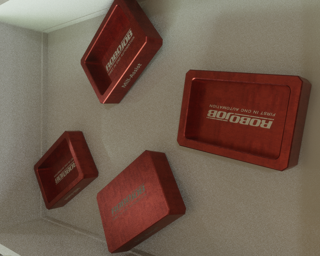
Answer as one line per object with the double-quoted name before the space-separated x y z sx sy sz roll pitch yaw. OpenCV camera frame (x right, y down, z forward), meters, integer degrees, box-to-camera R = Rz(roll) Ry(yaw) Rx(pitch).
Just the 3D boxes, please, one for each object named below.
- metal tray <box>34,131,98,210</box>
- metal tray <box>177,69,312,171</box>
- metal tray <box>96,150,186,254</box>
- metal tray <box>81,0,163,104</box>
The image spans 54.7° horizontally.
"metal tray" -0.168 0.075 0.542 0.129 0.030 0.090 -40 66 32
"metal tray" 0.083 -0.013 0.334 0.130 0.030 0.089 12 98 39
"metal tray" -0.032 0.101 0.419 0.129 0.030 0.090 -43 53 31
"metal tray" -0.061 -0.108 0.445 0.129 0.030 0.090 -47 62 36
